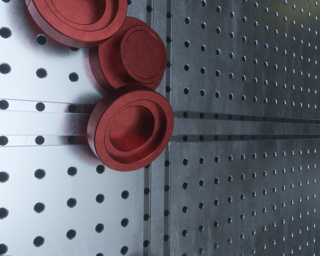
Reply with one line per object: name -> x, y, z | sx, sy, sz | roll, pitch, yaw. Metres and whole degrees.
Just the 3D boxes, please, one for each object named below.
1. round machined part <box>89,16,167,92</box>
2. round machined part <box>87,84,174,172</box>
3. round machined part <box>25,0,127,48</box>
round machined part -> -0.030, -0.084, 0.372 | 0.099, 0.042, 0.097 | 0, 90, -40
round machined part -> -0.036, -0.003, 0.353 | 0.099, 0.042, 0.097 | -17, 122, -28
round machined part -> -0.087, -0.130, 0.318 | 0.099, 0.042, 0.098 | 3, 84, -32
